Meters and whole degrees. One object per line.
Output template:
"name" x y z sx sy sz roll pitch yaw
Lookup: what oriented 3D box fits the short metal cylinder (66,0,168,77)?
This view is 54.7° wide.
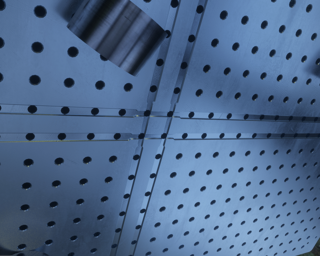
"short metal cylinder" -0.040 -0.093 0.296 0.080 0.080 0.050 30 102 -38

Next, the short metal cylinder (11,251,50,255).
"short metal cylinder" -0.177 0.212 0.410 0.081 0.080 0.050 5 116 -31
